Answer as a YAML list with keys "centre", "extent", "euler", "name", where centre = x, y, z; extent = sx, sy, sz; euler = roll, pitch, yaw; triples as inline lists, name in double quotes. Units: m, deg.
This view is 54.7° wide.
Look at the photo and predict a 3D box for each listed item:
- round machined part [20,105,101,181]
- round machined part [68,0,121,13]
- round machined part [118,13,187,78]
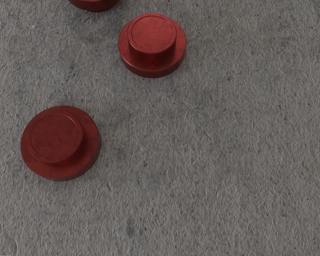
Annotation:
- centre: [-0.127, 0.015, 0.392]
  extent: [0.099, 0.042, 0.098]
  euler: [0, 70, 0]
  name: "round machined part"
- centre: [-0.099, -0.220, 0.479]
  extent: [0.099, 0.042, 0.098]
  euler: [0, 70, 0]
  name: "round machined part"
- centre: [-0.011, -0.124, 0.444]
  extent: [0.099, 0.042, 0.098]
  euler: [0, 70, 0]
  name: "round machined part"
